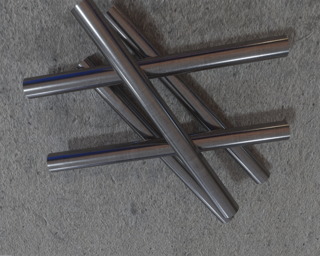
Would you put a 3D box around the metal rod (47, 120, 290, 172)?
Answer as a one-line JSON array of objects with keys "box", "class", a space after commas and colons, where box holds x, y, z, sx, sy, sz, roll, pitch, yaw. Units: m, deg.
[{"box": [0.009, 0.024, 0.394, 0.302, 0.025, 0.025, -8, 110, 2], "class": "metal rod"}]

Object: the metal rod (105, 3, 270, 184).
[{"box": [0.043, -0.033, 0.399, 0.025, 0.025, 0.300, -41, 106, 13], "class": "metal rod"}]

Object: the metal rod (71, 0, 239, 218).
[{"box": [0.006, -0.009, 0.355, 0.025, 0.025, 0.299, -33, 107, 11], "class": "metal rod"}]

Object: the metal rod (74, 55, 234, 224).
[{"box": [0.002, 0.026, 0.420, 0.025, 0.025, 0.300, -39, 106, 13], "class": "metal rod"}]

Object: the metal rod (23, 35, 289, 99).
[{"box": [-0.007, -0.070, 0.359, 0.302, 0.025, 0.025, -9, 110, 2], "class": "metal rod"}]
